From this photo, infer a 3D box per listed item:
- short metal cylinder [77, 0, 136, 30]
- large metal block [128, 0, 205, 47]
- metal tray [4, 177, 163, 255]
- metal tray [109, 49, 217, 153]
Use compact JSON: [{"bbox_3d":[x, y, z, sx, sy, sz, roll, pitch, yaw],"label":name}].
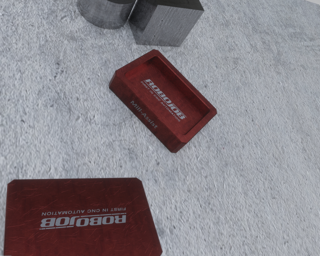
[{"bbox_3d":[-0.079,-0.196,0.465,0.081,0.050,0.080,14,56,-21],"label":"short metal cylinder"},{"bbox_3d":[0.007,-0.173,0.478,0.081,0.080,0.050,-6,65,-31],"label":"large metal block"},{"bbox_3d":[-0.072,0.092,0.289,0.131,0.030,0.090,4,43,-26],"label":"metal tray"},{"bbox_3d":[0.006,-0.040,0.428,0.130,0.030,0.091,46,51,4],"label":"metal tray"}]
